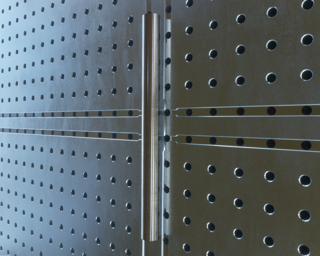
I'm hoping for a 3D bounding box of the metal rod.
[{"bbox_3d":[-0.012,-0.001,0.417,0.025,0.025,0.298,1,90,39],"label":"metal rod"}]
